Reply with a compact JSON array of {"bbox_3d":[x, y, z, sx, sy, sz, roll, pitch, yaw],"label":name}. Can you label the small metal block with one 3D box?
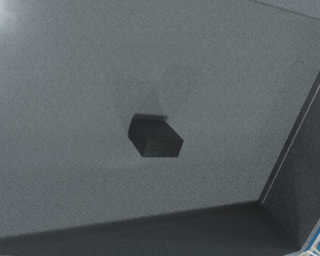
[{"bbox_3d":[-0.006,0.013,0.394,0.050,0.050,0.025,3,117,-30],"label":"small metal block"}]
